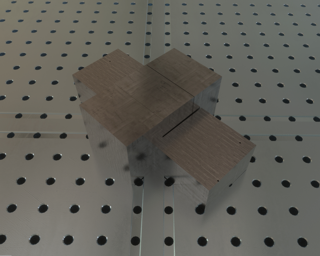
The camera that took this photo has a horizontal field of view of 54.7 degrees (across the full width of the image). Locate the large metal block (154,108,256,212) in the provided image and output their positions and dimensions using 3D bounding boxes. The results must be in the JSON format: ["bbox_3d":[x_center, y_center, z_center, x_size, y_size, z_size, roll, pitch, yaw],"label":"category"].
[{"bbox_3d":[0.050,0.034,0.363,0.080,0.050,0.080,-37,60,-26],"label":"large metal block"}]

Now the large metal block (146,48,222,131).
[{"bbox_3d":[0.029,-0.045,0.411,0.050,0.080,0.080,-37,60,-27],"label":"large metal block"}]

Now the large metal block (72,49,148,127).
[{"bbox_3d":[-0.061,-0.056,0.435,0.080,0.050,0.080,37,60,26],"label":"large metal block"}]

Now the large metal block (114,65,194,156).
[{"bbox_3d":[-0.008,-0.019,0.388,0.050,0.080,0.080,-37,60,-27],"label":"large metal block"}]

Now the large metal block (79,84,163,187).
[{"bbox_3d":[-0.043,0.009,0.365,0.050,0.080,0.080,-37,60,-27],"label":"large metal block"}]
